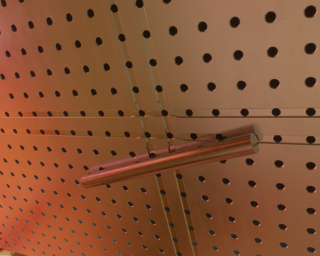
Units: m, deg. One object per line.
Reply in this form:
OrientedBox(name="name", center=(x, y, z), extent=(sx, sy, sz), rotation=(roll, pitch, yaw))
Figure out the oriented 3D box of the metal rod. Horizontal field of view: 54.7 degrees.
OrientedBox(name="metal rod", center=(-0.007, 0.054, 0.447), extent=(0.300, 0.025, 0.025), rotation=(-17, 110, 34))
